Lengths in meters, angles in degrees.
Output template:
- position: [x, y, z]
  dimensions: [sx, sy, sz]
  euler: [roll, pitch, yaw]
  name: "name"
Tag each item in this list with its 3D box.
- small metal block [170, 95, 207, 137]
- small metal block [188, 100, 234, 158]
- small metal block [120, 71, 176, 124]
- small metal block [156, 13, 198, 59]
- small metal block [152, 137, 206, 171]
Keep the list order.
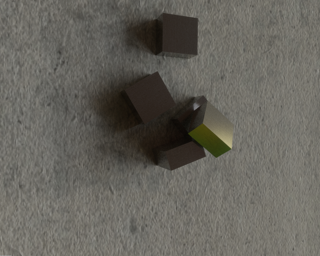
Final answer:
- position: [0.052, -0.009, 0.429]
  dimensions: [0.050, 0.025, 0.050]
  euler: [-43, 104, -15]
  name: "small metal block"
- position: [0.066, 0.001, 0.394]
  dimensions: [0.050, 0.025, 0.050]
  euler: [40, 37, -16]
  name: "small metal block"
- position: [-0.015, -0.039, 0.404]
  dimensions: [0.050, 0.025, 0.050]
  euler: [-33, 101, -17]
  name: "small metal block"
- position: [0.023, -0.123, 0.418]
  dimensions: [0.050, 0.025, 0.050]
  euler: [1, 90, -21]
  name: "small metal block"
- position: [0.024, 0.032, 0.406]
  dimensions: [0.050, 0.050, 0.025]
  euler: [-19, 97, -19]
  name: "small metal block"
